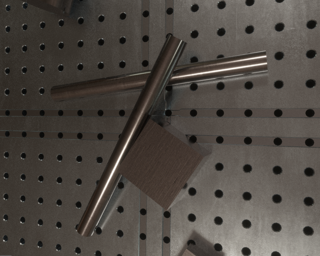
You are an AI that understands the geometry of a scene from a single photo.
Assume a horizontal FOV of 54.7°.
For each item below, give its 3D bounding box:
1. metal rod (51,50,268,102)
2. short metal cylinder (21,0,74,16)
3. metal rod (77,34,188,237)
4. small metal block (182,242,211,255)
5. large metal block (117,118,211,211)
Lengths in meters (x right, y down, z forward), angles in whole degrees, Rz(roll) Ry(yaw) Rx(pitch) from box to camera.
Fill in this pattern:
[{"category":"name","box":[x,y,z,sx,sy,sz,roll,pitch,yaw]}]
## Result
[{"category":"metal rod","box":[-0.015,-0.065,0.416,0.301,0.025,0.025,-6,88,19]},{"category":"short metal cylinder","box":[-0.162,-0.199,0.439,0.080,0.080,0.050,20,97,18]},{"category":"metal rod","box":[-0.044,0.021,0.410,0.025,0.025,0.298,32,106,17]},{"category":"small metal block","box":[0.045,0.185,0.396,0.050,0.025,0.050,33,100,16]},{"category":"large metal block","box":[0.006,0.043,0.396,0.080,0.050,0.080,36,101,16]}]
